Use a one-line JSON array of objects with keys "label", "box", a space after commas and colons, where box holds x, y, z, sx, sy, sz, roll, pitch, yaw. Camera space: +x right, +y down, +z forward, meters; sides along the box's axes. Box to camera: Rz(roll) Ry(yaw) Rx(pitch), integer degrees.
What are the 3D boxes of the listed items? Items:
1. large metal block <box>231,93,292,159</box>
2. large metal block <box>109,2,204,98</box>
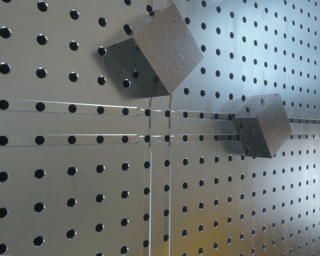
[{"label": "large metal block", "box": [0.180, -0.004, 0.542, 0.080, 0.050, 0.080, -40, 114, -33]}, {"label": "large metal block", "box": [-0.002, -0.096, 0.390, 0.080, 0.050, 0.080, -50, 120, -28]}]
